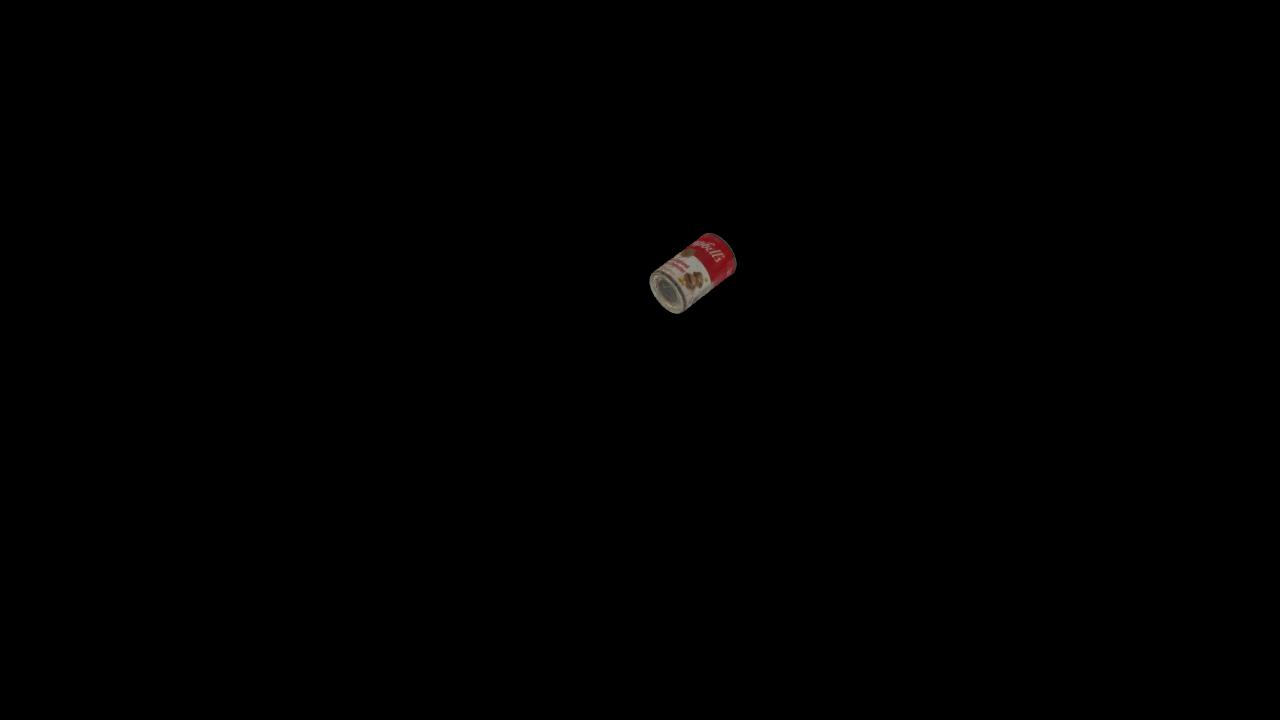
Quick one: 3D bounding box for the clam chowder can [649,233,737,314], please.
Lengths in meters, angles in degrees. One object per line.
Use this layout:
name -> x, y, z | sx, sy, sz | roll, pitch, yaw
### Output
clam chowder can -> 0.071, -0.116, 0.825 | 0.102, 0.068, 0.068 | -39, 17, -22
